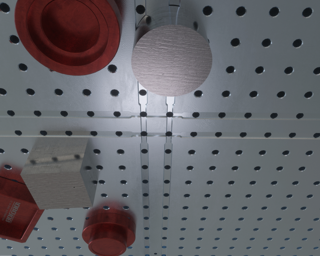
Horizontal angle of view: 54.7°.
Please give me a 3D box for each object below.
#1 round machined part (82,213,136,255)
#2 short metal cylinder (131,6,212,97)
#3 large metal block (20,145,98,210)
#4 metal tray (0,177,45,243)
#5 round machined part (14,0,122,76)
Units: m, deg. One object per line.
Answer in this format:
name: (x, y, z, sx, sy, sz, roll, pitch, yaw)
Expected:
round machined part: (-0.095, 0.203, 0.572, 0.099, 0.042, 0.097, 0, 130, 0)
short metal cylinder: (0.012, -0.080, 0.327, 0.081, 0.050, 0.079, 0, 130, 0)
large metal block: (-0.144, 0.074, 0.457, 0.080, 0.050, 0.080, -3, 130, 2)
metal tray: (-0.254, 0.143, 0.527, 0.090, 0.030, 0.129, 24, 126, -19)
round machined part: (-0.087, -0.105, 0.310, 0.099, 0.042, 0.097, 0, 130, 0)
